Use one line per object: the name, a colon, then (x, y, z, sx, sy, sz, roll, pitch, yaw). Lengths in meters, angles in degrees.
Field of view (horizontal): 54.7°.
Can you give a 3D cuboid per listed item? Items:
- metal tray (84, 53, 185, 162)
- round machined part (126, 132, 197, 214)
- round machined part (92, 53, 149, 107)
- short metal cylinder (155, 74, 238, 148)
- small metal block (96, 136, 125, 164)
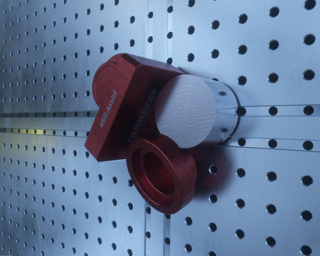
metal tray: (-0.030, -0.021, 0.386, 0.030, 0.091, 0.129, 40, 114, 33)
round machined part: (0.006, 0.050, 0.373, 0.098, 0.042, 0.097, 29, 131, 38)
round machined part: (-0.059, -0.058, 0.441, 0.098, 0.042, 0.097, 0, 90, 40)
short metal cylinder: (0.041, -0.018, 0.354, 0.080, 0.050, 0.079, 0, 90, 40)
small metal block: (-0.067, 0.022, 0.442, 0.025, 0.050, 0.050, -19, 78, 38)
